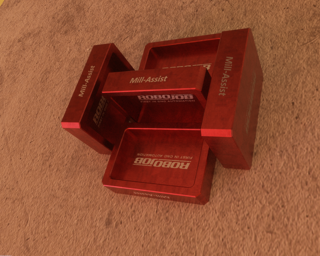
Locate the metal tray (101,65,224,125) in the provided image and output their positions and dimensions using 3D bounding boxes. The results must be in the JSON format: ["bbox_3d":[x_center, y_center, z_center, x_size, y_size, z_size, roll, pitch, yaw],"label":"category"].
[{"bbox_3d":[0.006,-0.034,0.383,0.130,0.090,0.030,1,64,29],"label":"metal tray"}]

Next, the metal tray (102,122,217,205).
[{"bbox_3d":[0.001,0.039,0.379,0.130,0.030,0.090,1,61,28],"label":"metal tray"}]

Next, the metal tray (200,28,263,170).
[{"bbox_3d":[0.084,-0.030,0.338,0.030,0.090,0.130,1,62,29],"label":"metal tray"}]

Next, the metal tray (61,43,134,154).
[{"bbox_3d":[-0.074,-0.039,0.426,0.030,0.090,0.130,1,63,29],"label":"metal tray"}]

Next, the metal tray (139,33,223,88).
[{"bbox_3d":[0.033,-0.082,0.436,0.130,0.030,0.090,1,65,28],"label":"metal tray"}]
